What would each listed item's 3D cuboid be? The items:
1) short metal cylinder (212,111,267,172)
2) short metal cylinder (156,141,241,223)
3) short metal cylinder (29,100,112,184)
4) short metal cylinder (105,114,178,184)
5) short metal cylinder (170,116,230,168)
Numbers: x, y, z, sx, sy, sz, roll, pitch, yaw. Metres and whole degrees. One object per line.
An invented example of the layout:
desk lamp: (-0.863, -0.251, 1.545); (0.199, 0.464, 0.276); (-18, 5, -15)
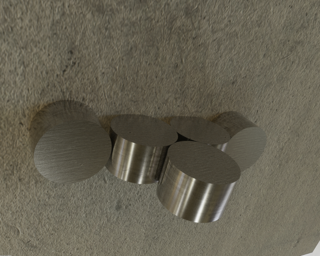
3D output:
short metal cylinder: (0.111, 0.021, 0.465); (0.081, 0.050, 0.079); (-14, 125, -21)
short metal cylinder: (0.041, 0.056, 0.340); (0.081, 0.080, 0.050); (0, 119, -29)
short metal cylinder: (-0.101, 0.015, 0.346); (0.081, 0.050, 0.079); (-14, 125, -21)
short metal cylinder: (-0.024, 0.023, 0.374); (0.081, 0.080, 0.050); (0, 118, -29)
short metal cylinder: (0.047, 0.023, 0.413); (0.081, 0.080, 0.050); (0, 118, -29)
